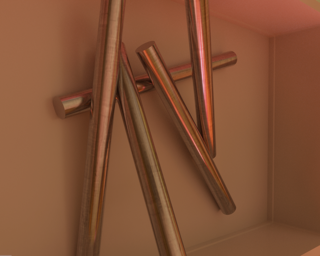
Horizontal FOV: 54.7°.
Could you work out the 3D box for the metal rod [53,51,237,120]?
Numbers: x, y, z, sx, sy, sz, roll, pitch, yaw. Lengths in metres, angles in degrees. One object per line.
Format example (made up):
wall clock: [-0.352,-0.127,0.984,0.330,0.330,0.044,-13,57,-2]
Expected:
metal rod: [0.006,-0.067,0.413,0.302,0.025,0.025,-23,105,-38]

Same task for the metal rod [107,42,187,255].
metal rod: [-0.010,0.046,0.315,0.025,0.025,0.299,-4,70,-40]

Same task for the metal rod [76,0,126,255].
metal rod: [-0.064,0.016,0.328,0.025,0.025,0.298,3,96,-40]

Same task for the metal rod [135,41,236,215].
metal rod: [0.047,0.019,0.428,0.025,0.025,0.299,-49,125,-29]

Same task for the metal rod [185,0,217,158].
metal rod: [0.051,-0.070,0.375,0.025,0.025,0.298,-44,141,-31]
